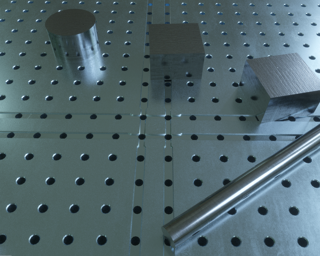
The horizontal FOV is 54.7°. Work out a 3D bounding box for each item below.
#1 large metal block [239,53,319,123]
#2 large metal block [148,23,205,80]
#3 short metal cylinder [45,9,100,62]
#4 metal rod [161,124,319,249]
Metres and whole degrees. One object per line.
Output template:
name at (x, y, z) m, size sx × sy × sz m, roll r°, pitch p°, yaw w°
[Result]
large metal block at (0.171, -0.059, 0.443) m, size 0.081 × 0.050 × 0.080 m, roll -10°, pitch 51°, yaw -8°
large metal block at (0.024, -0.123, 0.495) m, size 0.081 × 0.050 × 0.080 m, roll -2°, pitch 50°, yaw -2°
short metal cylinder at (-0.145, -0.157, 0.521) m, size 0.081 × 0.050 × 0.080 m, roll 0°, pitch 50°, yaw 0°
metal rod at (0.134, 0.047, 0.369) m, size 0.302 × 0.025 × 0.025 m, roll -27°, pitch 55°, yaw -21°
